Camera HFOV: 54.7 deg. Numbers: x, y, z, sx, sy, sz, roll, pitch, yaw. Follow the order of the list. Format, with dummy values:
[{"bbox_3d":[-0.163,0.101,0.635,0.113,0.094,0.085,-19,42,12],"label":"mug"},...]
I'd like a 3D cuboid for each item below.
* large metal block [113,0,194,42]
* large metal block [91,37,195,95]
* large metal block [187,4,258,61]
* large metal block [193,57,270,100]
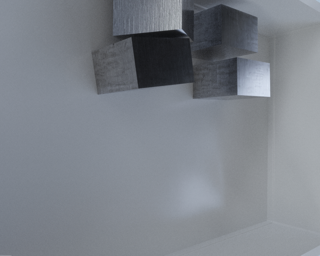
[{"bbox_3d":[-0.006,-0.143,0.358,0.050,0.080,0.079,2,89,-70],"label":"large metal block"},{"bbox_3d":[-0.020,-0.070,0.356,0.081,0.080,0.050,-13,99,-40],"label":"large metal block"},{"bbox_3d":[0.081,-0.131,0.441,0.081,0.080,0.050,-2,92,-40],"label":"large metal block"},{"bbox_3d":[0.106,-0.070,0.462,0.081,0.080,0.050,-3,92,-40],"label":"large metal block"}]
